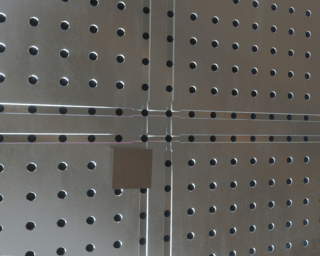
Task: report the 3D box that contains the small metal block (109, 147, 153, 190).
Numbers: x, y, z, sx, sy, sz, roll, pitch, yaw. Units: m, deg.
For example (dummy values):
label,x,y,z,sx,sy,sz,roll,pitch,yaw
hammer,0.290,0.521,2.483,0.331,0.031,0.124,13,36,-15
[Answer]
label,x,y,z,sx,sy,sz,roll,pitch,yaw
small metal block,-0.038,0.051,0.398,0.050,0.025,0.050,2,89,-20
